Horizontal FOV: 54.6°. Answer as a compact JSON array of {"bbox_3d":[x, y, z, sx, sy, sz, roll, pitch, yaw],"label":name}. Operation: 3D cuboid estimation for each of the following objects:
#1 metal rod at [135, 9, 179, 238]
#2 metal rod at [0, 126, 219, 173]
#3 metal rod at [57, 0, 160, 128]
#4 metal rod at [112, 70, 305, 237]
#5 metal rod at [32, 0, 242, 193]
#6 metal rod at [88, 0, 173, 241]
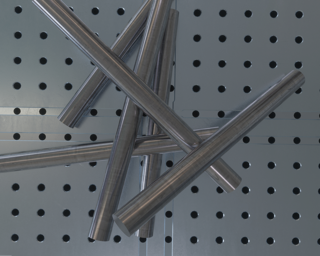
[{"bbox_3d":[-0.004,-0.006,0.413,0.025,0.025,0.298,7,90,0],"label":"metal rod"},{"bbox_3d":[-0.076,0.030,0.395,0.301,0.025,0.025,-7,90,7],"label":"metal rod"},{"bbox_3d":[-0.036,-0.127,0.413,0.025,0.025,0.300,37,90,0],"label":"metal rod"},{"bbox_3d":[0.074,0.010,0.345,0.302,0.025,0.025,-35,90,-28],"label":"metal rod"},{"bbox_3d":[-0.021,-0.038,0.348,0.300,0.025,0.025,44,90,-5],"label":"metal rod"},{"bbox_3d":[-0.033,-0.019,0.371,0.025,0.025,0.299,14,82,0],"label":"metal rod"}]
